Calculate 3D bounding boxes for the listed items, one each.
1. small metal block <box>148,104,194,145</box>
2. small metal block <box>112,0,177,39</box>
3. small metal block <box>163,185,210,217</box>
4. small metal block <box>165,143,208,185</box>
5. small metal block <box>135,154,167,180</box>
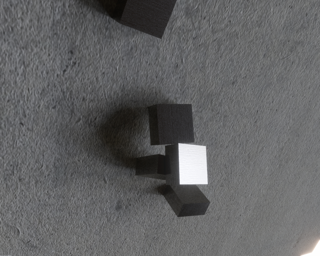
[{"bbox_3d":[0.014,-0.004,0.397,0.050,0.025,0.050,-2,87,-27],"label":"small metal block"},{"bbox_3d":[-0.015,-0.127,0.320,0.050,0.025,0.050,11,113,-33],"label":"small metal block"},{"bbox_3d":[0.041,0.110,0.481,0.050,0.050,0.025,5,116,-31],"label":"small metal block"},{"bbox_3d":[0.034,0.048,0.401,0.050,0.025,0.050,8,75,-40],"label":"small metal block"},{"bbox_3d":[0.002,0.055,0.423,0.050,0.050,0.025,16,71,-35],"label":"small metal block"}]
